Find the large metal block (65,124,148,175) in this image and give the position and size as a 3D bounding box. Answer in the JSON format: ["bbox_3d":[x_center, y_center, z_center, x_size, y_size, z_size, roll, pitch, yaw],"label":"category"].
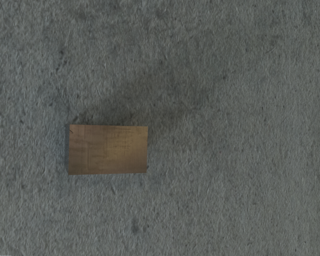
[{"bbox_3d":[-0.065,0.022,0.356,0.081,0.080,0.050,1,90,-20],"label":"large metal block"}]
